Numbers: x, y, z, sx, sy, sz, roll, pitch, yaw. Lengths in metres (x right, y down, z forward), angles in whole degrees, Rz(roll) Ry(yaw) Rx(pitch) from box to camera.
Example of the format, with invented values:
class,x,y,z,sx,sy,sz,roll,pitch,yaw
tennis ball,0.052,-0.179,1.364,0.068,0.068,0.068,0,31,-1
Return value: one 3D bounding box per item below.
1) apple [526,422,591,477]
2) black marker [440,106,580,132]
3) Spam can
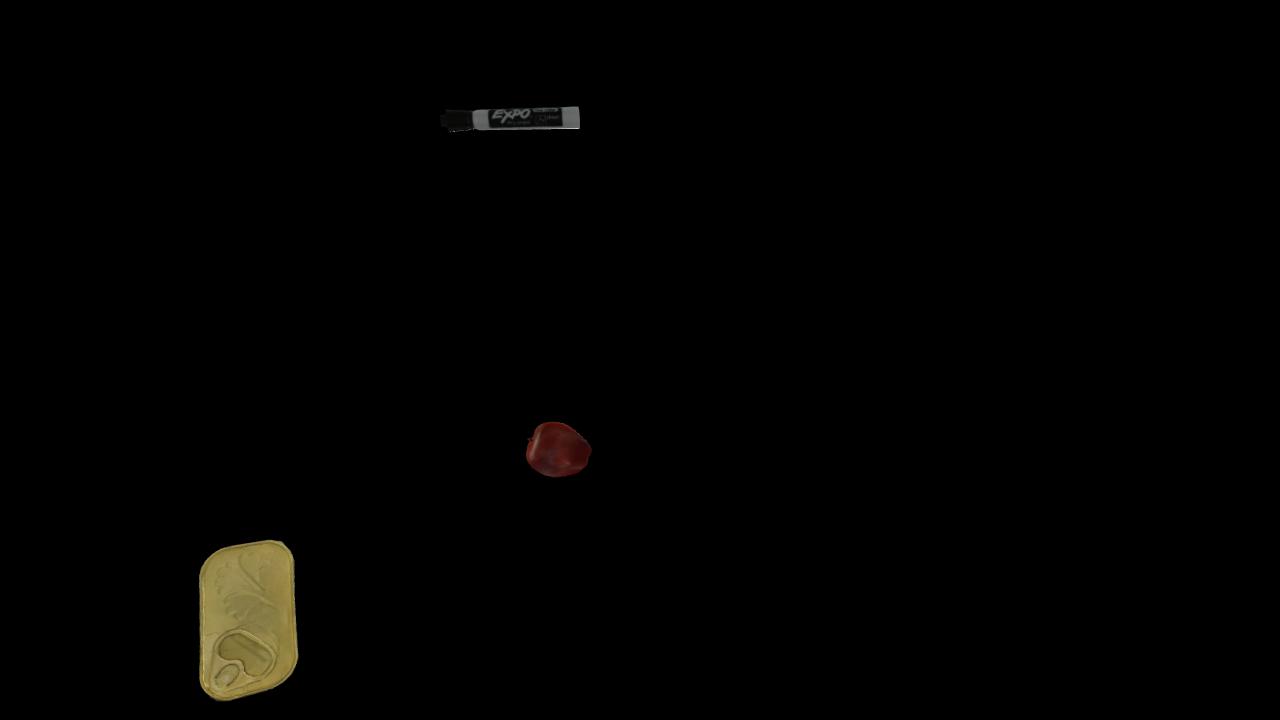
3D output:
class,x,y,z,sx,sy,sz,roll,pitch,yaw
apple,-0.119,0.130,0.884,0.093,0.079,0.079,22,-7,-18
black marker,-0.114,-0.212,0.543,0.121,0.020,0.020,-4,0,-6
Spam can,-0.294,0.194,0.463,0.058,0.101,0.085,-1,-20,-32
